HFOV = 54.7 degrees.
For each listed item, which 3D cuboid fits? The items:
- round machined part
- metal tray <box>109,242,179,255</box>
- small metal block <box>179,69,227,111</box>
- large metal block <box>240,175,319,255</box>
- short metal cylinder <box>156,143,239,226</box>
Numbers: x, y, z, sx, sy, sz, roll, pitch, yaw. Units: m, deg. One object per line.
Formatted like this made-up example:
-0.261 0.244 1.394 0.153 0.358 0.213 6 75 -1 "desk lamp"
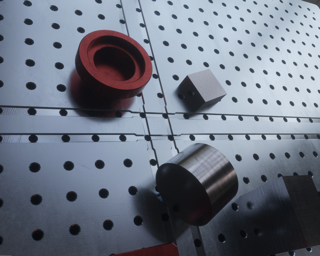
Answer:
-0.063 -0.079 0.411 0.099 0.042 0.098 14 56 -21 "round machined part"
-0.037 0.165 0.284 0.131 0.030 0.090 0 62 -29 "metal tray"
0.067 -0.060 0.481 0.050 0.025 0.050 -22 74 -36 "small metal block"
0.156 0.111 0.389 0.050 0.080 0.080 3 61 -27 "large metal block"
0.041 0.064 0.356 0.050 0.080 0.080 -30 79 -38 "short metal cylinder"
